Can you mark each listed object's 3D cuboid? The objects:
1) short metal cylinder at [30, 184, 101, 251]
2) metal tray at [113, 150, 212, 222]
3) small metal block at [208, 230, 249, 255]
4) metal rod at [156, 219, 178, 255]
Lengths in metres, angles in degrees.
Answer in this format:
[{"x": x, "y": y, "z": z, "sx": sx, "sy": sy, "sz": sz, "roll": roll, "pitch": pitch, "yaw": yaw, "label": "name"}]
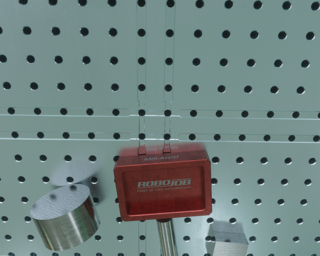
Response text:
[{"x": -0.129, "y": 0.121, "z": 0.427, "sx": 0.080, "sy": 0.080, "sz": 0.050, "roll": -12, "pitch": 110, "yaw": 4, "label": "short metal cylinder"}, {"x": 0.006, "y": 0.083, "z": 0.441, "sx": 0.131, "sy": 0.030, "sz": 0.089, "roll": -5, "pitch": 110, "yaw": 1, "label": "metal tray"}, {"x": 0.106, "y": 0.191, "z": 0.486, "sx": 0.050, "sy": 0.025, "sz": 0.050, "roll": 6, "pitch": 110, "yaw": -3, "label": "small metal block"}, {"x": 0.026, "y": 0.272, "z": 0.514, "sx": 0.025, "sy": 0.025, "sz": 0.298, "roll": -7, "pitch": 110, "yaw": 2, "label": "metal rod"}]
